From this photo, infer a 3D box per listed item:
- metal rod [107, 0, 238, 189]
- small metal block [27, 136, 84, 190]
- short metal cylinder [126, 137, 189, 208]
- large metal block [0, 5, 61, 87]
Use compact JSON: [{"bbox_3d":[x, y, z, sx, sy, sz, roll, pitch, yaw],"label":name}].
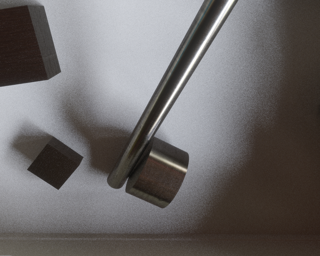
[{"bbox_3d":[-0.002,-0.022,0.347,0.025,0.025,0.298,24,130,-9],"label":"metal rod"},{"bbox_3d":[-0.144,0.049,0.427,0.050,0.025,0.050,38,105,-13],"label":"small metal block"},{"bbox_3d":[-0.004,0.057,0.403,0.050,0.080,0.080,27,108,-10],"label":"short metal cylinder"},{"bbox_3d":[-0.172,-0.094,0.361,0.080,0.050,0.079,-8,110,2],"label":"large metal block"}]
